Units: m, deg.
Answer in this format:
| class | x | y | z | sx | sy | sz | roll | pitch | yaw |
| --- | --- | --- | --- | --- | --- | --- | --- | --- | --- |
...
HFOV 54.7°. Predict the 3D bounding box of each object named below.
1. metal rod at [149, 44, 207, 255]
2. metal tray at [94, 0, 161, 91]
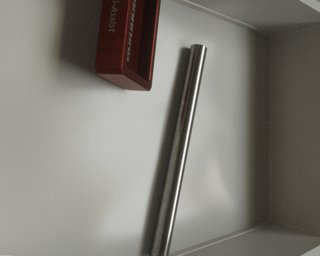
| class | x | y | z | sx | sy | sz | roll | pitch | yaw |
| --- | --- | --- | --- | --- | --- | --- | --- | --- | --- |
| metal rod | 0.027 | 0.026 | 0.431 | 0.025 | 0.025 | 0.299 | 19 | 78 | -39 |
| metal tray | -0.032 | -0.114 | 0.348 | 0.090 | 0.030 | 0.129 | 18 | 77 | -72 |
